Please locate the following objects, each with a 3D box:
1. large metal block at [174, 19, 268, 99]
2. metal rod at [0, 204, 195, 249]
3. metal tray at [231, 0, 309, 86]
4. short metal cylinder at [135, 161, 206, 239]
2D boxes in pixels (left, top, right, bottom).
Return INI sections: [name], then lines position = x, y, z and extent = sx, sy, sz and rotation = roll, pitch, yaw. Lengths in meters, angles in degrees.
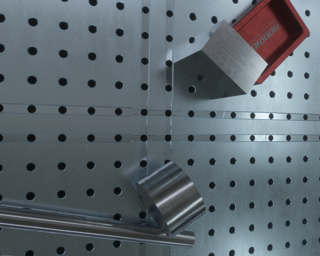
[large metal block]
position = 0.078, -0.086, 0.412
extent = 0.080, 0.080, 0.050
rotation = 40, 77, -16
[metal rod]
position = -0.096, 0.119, 0.377
extent = 0.302, 0.025, 0.025
rotation = 14, 85, -20
[metal tray]
position = 0.155, -0.137, 0.466
extent = 0.130, 0.030, 0.090
rotation = -44, 104, -15
[short metal cylinder]
position = 0.012, 0.089, 0.388
extent = 0.050, 0.080, 0.080
rotation = -31, 100, -17
